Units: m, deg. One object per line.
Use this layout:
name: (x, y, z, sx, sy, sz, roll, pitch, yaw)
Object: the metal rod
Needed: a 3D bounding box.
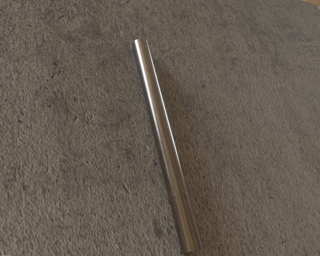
metal rod: (0.003, 0.005, 0.405, 0.025, 0.025, 0.299, 0, 62, -29)
